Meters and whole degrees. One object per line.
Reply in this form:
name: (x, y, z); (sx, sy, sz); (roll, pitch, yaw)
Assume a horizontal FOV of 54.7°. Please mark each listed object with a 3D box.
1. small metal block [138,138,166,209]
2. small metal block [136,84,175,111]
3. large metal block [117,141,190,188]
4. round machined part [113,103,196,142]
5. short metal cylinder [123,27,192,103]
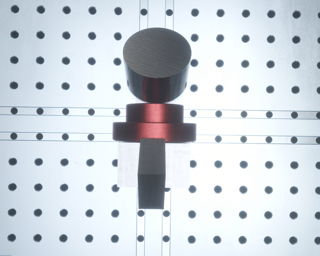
small metal block: (-0.008, 0.045, 0.310); (0.025, 0.050, 0.050); (1, 128, -1)
small metal block: (-0.006, -0.031, 0.412); (0.050, 0.025, 0.050); (1, 90, -1)
large metal block: (-0.007, 0.041, 0.385); (0.081, 0.080, 0.050); (1, 90, -1)
round machined part: (-0.006, -0.007, 0.366); (0.099, 0.098, 0.042); (1, 90, -1)
short metal cylinder: (-0.004, -0.077, 0.384); (0.081, 0.050, 0.080); (1, 60, -1)
